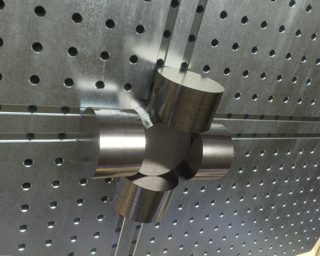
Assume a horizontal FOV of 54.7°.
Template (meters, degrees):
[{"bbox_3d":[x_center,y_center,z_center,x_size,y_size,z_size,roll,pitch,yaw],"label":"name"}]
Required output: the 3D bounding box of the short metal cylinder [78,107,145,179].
[{"bbox_3d":[-0.058,0.017,0.354,0.050,0.080,0.079,1,118,-30],"label":"short metal cylinder"}]

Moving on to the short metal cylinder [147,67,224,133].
[{"bbox_3d":[0.030,-0.035,0.369,0.081,0.080,0.050,3,117,-30],"label":"short metal cylinder"}]

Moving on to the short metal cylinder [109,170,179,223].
[{"bbox_3d":[-0.022,0.079,0.411,0.081,0.080,0.050,6,115,-31],"label":"short metal cylinder"}]

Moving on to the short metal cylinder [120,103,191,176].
[{"bbox_3d":[-0.008,0.014,0.400,0.081,0.050,0.079,-15,125,-22],"label":"short metal cylinder"}]

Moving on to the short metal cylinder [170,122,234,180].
[{"bbox_3d":[0.054,0.031,0.424,0.050,0.080,0.079,4,117,-31],"label":"short metal cylinder"}]
